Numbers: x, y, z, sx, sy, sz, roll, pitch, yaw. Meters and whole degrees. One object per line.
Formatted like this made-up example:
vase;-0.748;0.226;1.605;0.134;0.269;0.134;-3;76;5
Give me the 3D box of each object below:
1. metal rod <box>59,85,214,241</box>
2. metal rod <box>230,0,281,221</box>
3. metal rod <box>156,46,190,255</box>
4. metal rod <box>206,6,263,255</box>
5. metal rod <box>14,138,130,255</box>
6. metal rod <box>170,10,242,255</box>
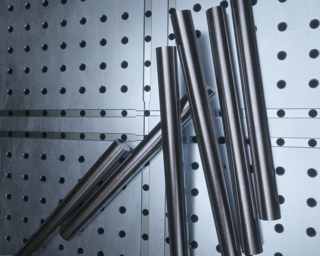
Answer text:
metal rod;-0.040;0.052;0.427;0.025;0.025;0.299;47;104;14
metal rod;0.112;-0.042;0.373;0.025;0.025;0.299;-8;87;20
metal rod;0.018;0.052;0.387;0.025;0.025;0.298;-2;97;20
metal rod;0.090;0.000;0.380;0.025;0.025;0.299;-9;87;20
metal rod;-0.149;0.131;0.466;0.025;0.025;0.299;46;104;14
metal rod;0.056;0.011;0.373;0.025;0.025;0.298;-11;94;20
